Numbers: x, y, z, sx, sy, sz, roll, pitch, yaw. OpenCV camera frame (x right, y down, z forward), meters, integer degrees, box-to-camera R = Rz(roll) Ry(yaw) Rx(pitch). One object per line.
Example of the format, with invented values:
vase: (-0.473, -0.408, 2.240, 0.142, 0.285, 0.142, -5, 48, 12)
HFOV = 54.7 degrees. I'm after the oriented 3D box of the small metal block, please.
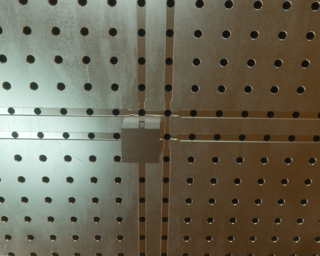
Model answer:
small metal block: (-0.026, 0.020, 0.420, 0.050, 0.025, 0.050, 1, 110, -1)
